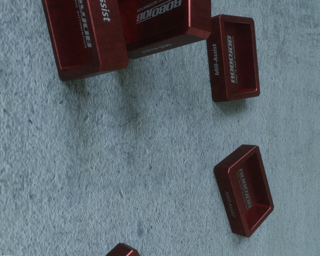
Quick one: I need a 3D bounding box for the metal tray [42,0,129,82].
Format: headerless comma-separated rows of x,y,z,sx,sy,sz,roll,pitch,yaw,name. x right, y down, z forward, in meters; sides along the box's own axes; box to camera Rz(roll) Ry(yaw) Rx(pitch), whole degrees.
-0.078,-0.115,0.296,0.030,0.090,0.129,-17,101,-39,metal tray

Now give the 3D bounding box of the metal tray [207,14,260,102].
0.119,-0.111,0.500,0.091,0.030,0.129,-12,98,-39,metal tray

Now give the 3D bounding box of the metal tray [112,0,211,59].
-0.004,-0.130,0.332,0.030,0.130,0.089,-1,91,-40,metal tray

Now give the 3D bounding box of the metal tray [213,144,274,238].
0.144,0.104,0.521,0.091,0.030,0.129,-30,109,-36,metal tray

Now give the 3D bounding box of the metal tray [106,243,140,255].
-0.043,0.216,0.365,0.091,0.030,0.129,-37,113,-34,metal tray
